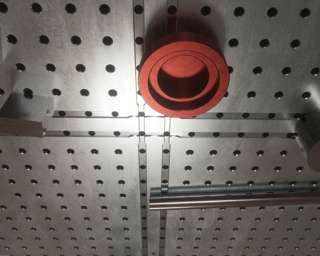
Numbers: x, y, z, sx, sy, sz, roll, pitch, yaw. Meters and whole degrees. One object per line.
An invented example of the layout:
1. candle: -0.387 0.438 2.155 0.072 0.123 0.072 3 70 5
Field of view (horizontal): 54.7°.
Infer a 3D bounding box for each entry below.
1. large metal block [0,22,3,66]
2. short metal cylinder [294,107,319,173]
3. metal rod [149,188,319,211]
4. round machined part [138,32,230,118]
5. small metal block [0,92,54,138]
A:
1. large metal block: -0.211 -0.098 0.309 0.081 0.050 0.079 11 129 -10
2. short metal cylinder: 0.229 0.016 0.413 0.081 0.050 0.079 0 130 0
3. metal rod: 0.134 0.119 0.514 0.302 0.025 0.025 -3 130 1
4. round machined part: 0.025 -0.062 0.348 0.099 0.042 0.097 -1 130 0
5. small metal block: -0.162 -0.017 0.379 0.050 0.050 0.025 7 130 -7
